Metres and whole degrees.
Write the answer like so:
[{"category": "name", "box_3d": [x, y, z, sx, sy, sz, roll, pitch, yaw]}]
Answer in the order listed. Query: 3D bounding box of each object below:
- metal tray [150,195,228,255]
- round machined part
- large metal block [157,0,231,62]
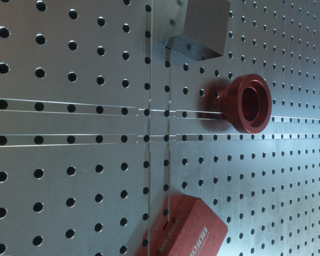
[{"category": "metal tray", "box_3d": [0.039, 0.174, 0.439, 0.090, 0.030, 0.130, 49, 61, -29]}, {"category": "round machined part", "box_3d": [0.141, -0.039, 0.516, 0.099, 0.042, 0.097, 0, 90, -40]}, {"category": "large metal block", "box_3d": [0.049, -0.148, 0.433, 0.081, 0.050, 0.080, 15, 81, -39]}]
